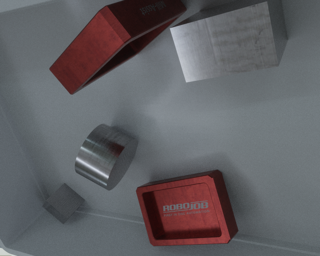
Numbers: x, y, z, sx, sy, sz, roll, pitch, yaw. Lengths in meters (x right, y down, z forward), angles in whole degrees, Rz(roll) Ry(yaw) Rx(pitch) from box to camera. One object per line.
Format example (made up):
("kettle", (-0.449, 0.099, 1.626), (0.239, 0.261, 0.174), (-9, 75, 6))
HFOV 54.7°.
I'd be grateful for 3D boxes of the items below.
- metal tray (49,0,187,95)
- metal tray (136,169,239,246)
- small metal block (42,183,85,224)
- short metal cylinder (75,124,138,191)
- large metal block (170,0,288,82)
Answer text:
("metal tray", (-0.036, -0.089, 0.303), (0.090, 0.131, 0.030), (-32, 101, 38))
("metal tray", (0.034, 0.115, 0.436), (0.130, 0.030, 0.090), (-17, 87, 34))
("small metal block", (-0.176, 0.138, 0.568), (0.050, 0.050, 0.025), (40, 129, 1))
("short metal cylinder", (-0.074, 0.040, 0.435), (0.050, 0.080, 0.079), (26, 128, 11))
("large metal block", (0.067, -0.086, 0.284), (0.080, 0.080, 0.050), (-6, 116, 30))
